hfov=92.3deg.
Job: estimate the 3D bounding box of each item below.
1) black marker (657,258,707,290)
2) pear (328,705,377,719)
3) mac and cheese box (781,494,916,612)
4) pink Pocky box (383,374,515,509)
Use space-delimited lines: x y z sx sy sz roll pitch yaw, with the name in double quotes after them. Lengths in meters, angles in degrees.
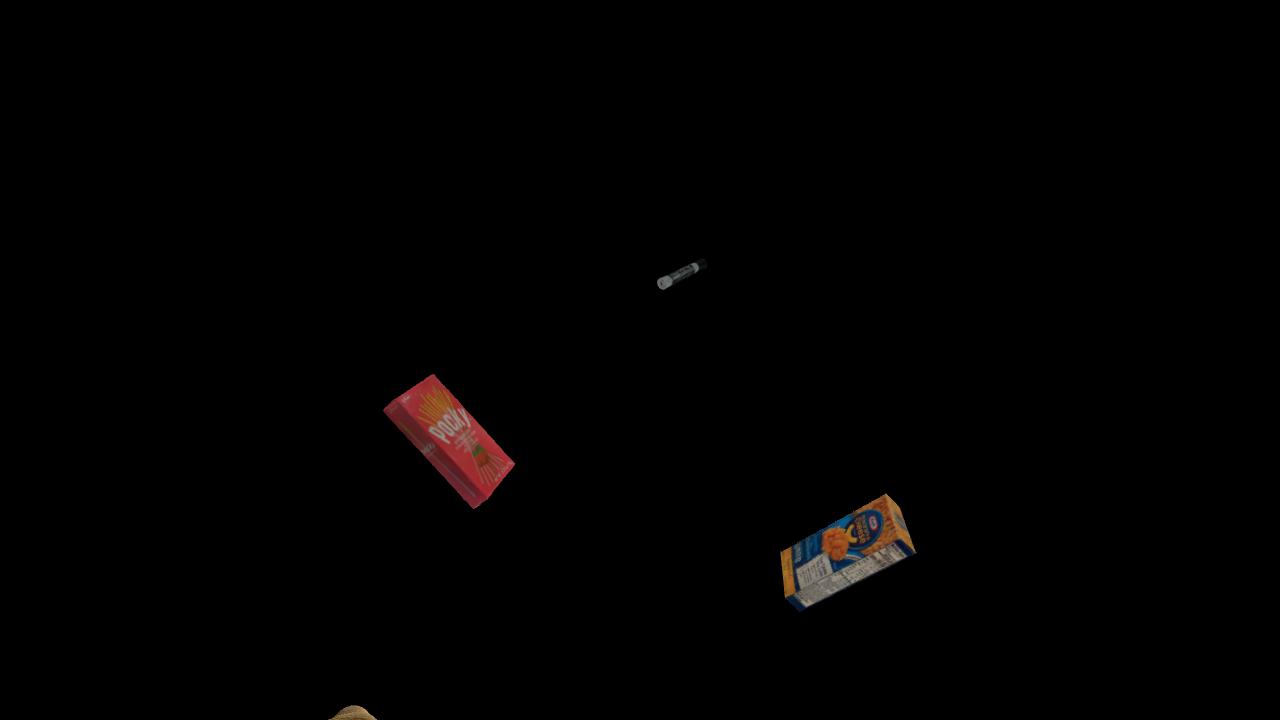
0.070 -0.139 0.978 0.020 0.020 0.121 0 22 41 "black marker"
-0.281 0.369 0.599 0.080 0.080 0.111 0 18 -13 "pear"
0.282 0.268 0.855 0.184 0.041 0.093 -40 13 24 "mac and cheese box"
-0.222 0.094 0.730 0.029 0.155 0.084 -38 7 21 "pink Pocky box"
